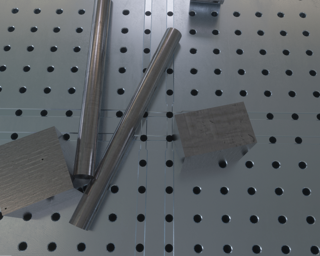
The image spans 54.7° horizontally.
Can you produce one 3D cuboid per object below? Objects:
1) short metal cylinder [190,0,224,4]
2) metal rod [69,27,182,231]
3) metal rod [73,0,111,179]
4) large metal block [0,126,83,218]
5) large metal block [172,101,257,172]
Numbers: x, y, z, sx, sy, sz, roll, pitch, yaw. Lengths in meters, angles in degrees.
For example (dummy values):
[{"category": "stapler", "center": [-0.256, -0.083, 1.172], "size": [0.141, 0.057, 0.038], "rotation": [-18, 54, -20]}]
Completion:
[{"category": "short metal cylinder", "center": [0.075, -0.232, 0.468], "size": [0.050, 0.080, 0.080], "rotation": [6, 70, 2]}, {"category": "metal rod", "center": [-0.038, -0.012, 0.415], "size": [0.025, 0.025, 0.300], "rotation": [22, 71, 7]}, {"category": "metal rod", "center": [-0.090, -0.079, 0.430], "size": [0.025, 0.025, 0.299], "rotation": [0, 66, 0]}, {"category": "large metal block", "center": [-0.149, 0.055, 0.377], "size": [0.080, 0.050, 0.080], "rotation": [-21, 72, -8]}, {"category": "large metal block", "center": [0.061, 0.014, 0.378], "size": [0.081, 0.080, 0.050], "rotation": [-11, 71, -4]}]
